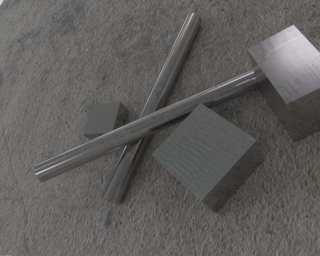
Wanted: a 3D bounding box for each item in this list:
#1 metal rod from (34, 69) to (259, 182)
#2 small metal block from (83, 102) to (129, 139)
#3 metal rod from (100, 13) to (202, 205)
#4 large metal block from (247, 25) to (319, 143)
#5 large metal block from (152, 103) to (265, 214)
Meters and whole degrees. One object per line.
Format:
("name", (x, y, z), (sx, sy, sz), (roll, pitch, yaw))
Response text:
("metal rod", (-0.013, -0.004, 0.385), (0.301, 0.025, 0.025), (-24, 53, 2))
("small metal block", (-0.078, -0.008, 0.450), (0.050, 0.025, 0.050), (-4, 60, 26))
("metal rod", (-0.004, -0.040, 0.430), (0.025, 0.025, 0.300), (11, 67, 33))
("large metal block", (0.139, -0.044, 0.322), (0.050, 0.080, 0.080), (-28, 52, 11))
("large metal block", (0.053, 0.032, 0.341), (0.080, 0.050, 0.080), (-47, 51, -5))
